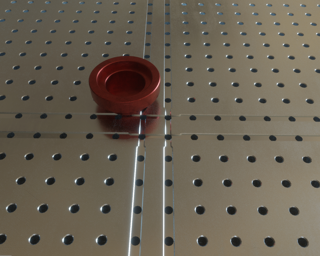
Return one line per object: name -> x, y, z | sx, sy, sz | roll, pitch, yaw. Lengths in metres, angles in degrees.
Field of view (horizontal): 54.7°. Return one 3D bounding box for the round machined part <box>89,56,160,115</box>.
round machined part -> -0.049, -0.057, 0.444 | 0.099, 0.042, 0.098 | 0, 50, 0
